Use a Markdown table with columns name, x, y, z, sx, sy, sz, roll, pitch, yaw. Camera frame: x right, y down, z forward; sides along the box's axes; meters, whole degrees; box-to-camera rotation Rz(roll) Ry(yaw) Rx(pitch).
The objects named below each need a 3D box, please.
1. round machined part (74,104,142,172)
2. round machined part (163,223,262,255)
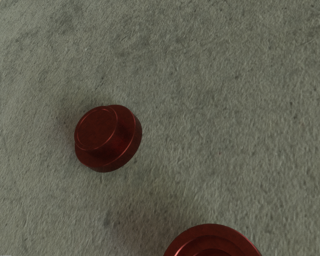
| name | x | y | z | sx | sy | sz | roll | pitch | yaw |
| --- | --- | --- | --- | --- | --- | --- | --- | --- | --- |
| round machined part | -0.078 | 0.008 | 0.427 | 0.098 | 0.042 | 0.098 | -13 | 56 | 20 |
| round machined part | 0.051 | 0.141 | 0.280 | 0.098 | 0.042 | 0.098 | -13 | 56 | 20 |
